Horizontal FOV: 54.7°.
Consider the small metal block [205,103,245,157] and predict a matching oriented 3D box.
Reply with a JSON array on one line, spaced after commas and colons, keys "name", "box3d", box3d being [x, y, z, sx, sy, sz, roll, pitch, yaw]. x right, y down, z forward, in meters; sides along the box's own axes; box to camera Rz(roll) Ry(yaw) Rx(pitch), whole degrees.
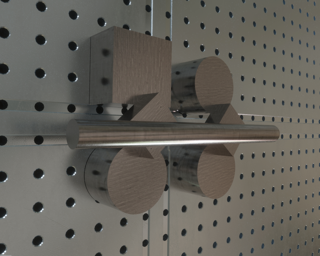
[{"name": "small metal block", "box3d": [0.086, 0.003, 0.417, 0.050, 0.025, 0.050, 48, 62, -29]}]

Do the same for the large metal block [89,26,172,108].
[{"name": "large metal block", "box3d": [-0.033, -0.065, 0.364, 0.081, 0.050, 0.080, 2, 89, -40]}]

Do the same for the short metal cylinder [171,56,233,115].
[{"name": "short metal cylinder", "box3d": [0.060, -0.058, 0.443, 0.081, 0.050, 0.080, 0, 90, -40]}]

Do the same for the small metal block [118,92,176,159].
[{"name": "small metal block", "box3d": [-0.011, -0.003, 0.335, 0.050, 0.025, 0.050, -48, 118, -29]}]

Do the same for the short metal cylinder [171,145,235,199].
[{"name": "short metal cylinder", "box3d": [0.063, 0.057, 0.446, 0.081, 0.050, 0.080, 0, 90, -40]}]

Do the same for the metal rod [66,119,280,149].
[{"name": "metal rod", "box3d": [0.045, 0.007, 0.348, 0.302, 0.025, 0.025, 1, 90, -40]}]

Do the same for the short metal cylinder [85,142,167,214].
[{"name": "short metal cylinder", "box3d": [-0.039, 0.054, 0.359, 0.081, 0.050, 0.080, 0, 90, -40]}]
